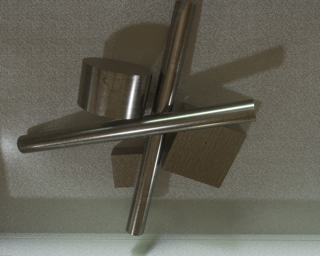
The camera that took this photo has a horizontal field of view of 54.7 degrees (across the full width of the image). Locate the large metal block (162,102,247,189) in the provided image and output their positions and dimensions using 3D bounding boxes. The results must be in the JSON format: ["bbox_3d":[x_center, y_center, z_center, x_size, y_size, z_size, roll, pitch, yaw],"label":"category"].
[{"bbox_3d":[0.054,0.022,0.407,0.080,0.050,0.079,20,109,-8],"label":"large metal block"}]

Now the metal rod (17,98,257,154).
[{"bbox_3d":[-0.041,0.002,0.374,0.301,0.025,0.025,-8,111,17],"label":"metal rod"}]

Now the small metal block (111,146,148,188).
[{"bbox_3d":[-0.039,0.054,0.431,0.050,0.025,0.050,-3,110,0],"label":"small metal block"}]

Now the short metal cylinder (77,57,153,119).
[{"bbox_3d":[-0.053,-0.048,0.363,0.081,0.080,0.050,11,110,-5],"label":"short metal cylinder"}]

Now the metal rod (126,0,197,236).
[{"bbox_3d":[-0.002,-0.002,0.390,0.025,0.025,0.298,12,102,-5],"label":"metal rod"}]
